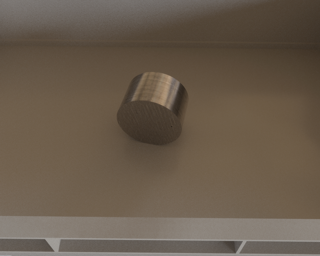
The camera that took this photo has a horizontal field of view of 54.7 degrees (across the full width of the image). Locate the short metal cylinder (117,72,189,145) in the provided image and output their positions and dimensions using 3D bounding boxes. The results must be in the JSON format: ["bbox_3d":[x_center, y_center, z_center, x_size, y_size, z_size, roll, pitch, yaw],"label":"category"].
[{"bbox_3d":[-0.008,-0.023,0.389,0.080,0.080,0.050,10,51,8],"label":"short metal cylinder"}]
